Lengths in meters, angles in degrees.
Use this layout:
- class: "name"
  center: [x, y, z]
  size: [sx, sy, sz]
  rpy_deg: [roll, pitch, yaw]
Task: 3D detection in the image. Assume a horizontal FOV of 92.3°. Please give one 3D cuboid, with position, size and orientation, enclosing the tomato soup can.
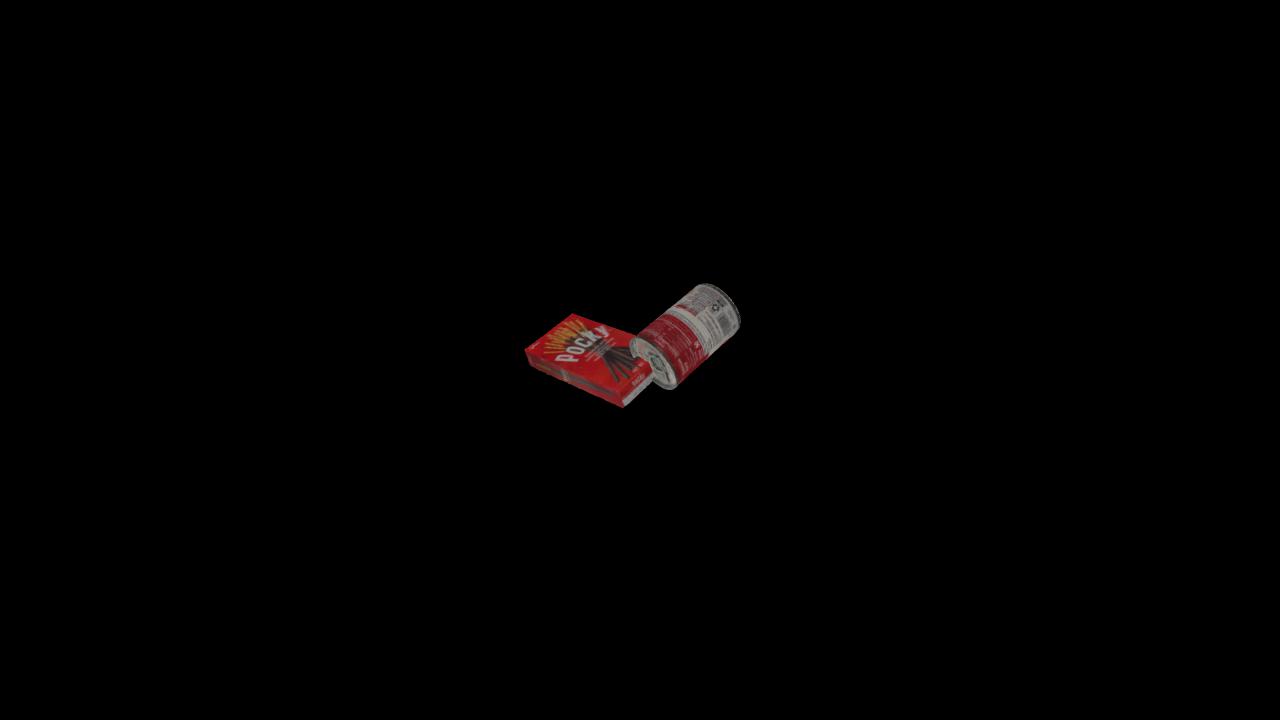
- class: "tomato soup can"
  center: [0.048, -0.026, 0.639]
  size: [0.101, 0.068, 0.068]
  rpy_deg: [-41, 18, -22]

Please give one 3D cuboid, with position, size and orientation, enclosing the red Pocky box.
- class: "red Pocky box"
  center: [-0.050, -0.004, 0.686]
  size: [0.155, 0.028, 0.083]
  rpy_deg: [20, 51, 37]
